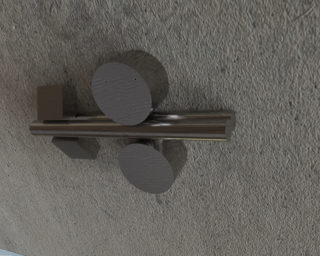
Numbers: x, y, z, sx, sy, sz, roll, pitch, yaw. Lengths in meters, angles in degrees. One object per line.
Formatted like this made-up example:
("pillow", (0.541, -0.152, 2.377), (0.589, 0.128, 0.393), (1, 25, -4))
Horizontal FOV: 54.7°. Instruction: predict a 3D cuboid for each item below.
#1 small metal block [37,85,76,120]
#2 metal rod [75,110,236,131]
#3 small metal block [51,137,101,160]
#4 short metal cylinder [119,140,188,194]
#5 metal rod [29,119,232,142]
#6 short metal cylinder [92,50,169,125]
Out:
("small metal block", (-0.152, -0.036, 0.454), (0.050, 0.025, 0.050), (0, 91, 28))
("metal rod", (-0.048, -0.010, 0.428), (0.300, 0.025, 0.025), (0, 119, 28))
("small metal block", (-0.129, 0.025, 0.479), (0.050, 0.025, 0.050), (0, 145, 27))
("short metal cylinder", (-0.009, 0.042, 0.423), (0.080, 0.050, 0.079), (13, 124, 21))
("metal rod", (-0.058, 0.001, 0.408), (0.300, 0.025, 0.025), (0, 119, 28))
("short metal cylinder", (-0.035, -0.050, 0.380), (0.080, 0.050, 0.079), (13, 124, 21))
